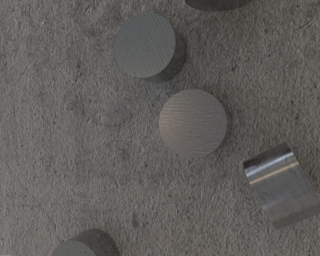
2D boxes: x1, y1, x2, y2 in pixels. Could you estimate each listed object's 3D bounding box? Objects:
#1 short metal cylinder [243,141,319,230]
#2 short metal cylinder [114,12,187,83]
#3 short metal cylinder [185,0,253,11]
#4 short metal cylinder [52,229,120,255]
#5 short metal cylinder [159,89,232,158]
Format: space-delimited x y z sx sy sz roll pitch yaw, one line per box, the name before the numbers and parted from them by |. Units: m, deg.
short metal cylinder | 0.132 0.061 0.333 0.050 0.080 0.080 -30 81 18
short metal cylinder | -0.011 -0.101 0.399 0.080 0.050 0.080 0 90 20
short metal cylinder | 0.069 -0.174 0.355 0.080 0.080 0.050 0 90 20
short metal cylinder | -0.103 0.188 0.432 0.080 0.050 0.080 0 90 20
short metal cylinder | 0.045 -0.005 0.380 0.080 0.050 0.080 0 90 20
